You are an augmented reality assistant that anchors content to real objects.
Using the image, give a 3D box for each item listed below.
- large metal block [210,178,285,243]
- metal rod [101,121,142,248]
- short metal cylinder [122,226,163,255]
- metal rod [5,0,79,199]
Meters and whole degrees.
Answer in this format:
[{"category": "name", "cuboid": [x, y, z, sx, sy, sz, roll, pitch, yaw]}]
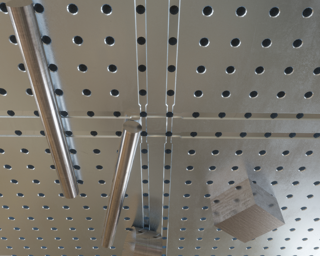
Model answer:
[{"category": "large metal block", "cuboid": [0.144, 0.139, 0.515, 0.080, 0.050, 0.080, 36, 122, -27]}, {"category": "metal rod", "cuboid": [-0.069, 0.109, 0.503, 0.025, 0.025, 0.298, 10, 130, -8]}, {"category": "short metal cylinder", "cuboid": [-0.034, 0.227, 0.568, 0.050, 0.080, 0.079, 18, 128, -15]}, {"category": "metal rod", "cuboid": [-0.141, -0.010, 0.401, 0.025, 0.025, 0.298, 0, 130, -1]}]
